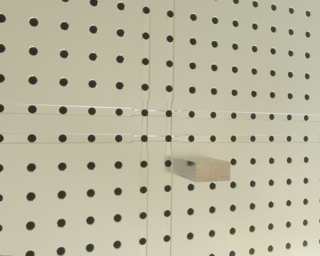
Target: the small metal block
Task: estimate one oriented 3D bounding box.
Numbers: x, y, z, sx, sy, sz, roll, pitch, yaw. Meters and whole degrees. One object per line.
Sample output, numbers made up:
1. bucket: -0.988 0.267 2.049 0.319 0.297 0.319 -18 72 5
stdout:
1. small metal block: 0.060 0.056 0.421 0.050 0.050 0.025 1 90 -20
